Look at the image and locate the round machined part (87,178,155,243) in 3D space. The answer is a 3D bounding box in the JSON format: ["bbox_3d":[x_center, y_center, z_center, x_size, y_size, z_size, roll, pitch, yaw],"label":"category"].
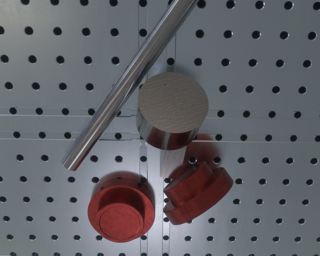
[{"bbox_3d":[-0.056,0.126,0.450,0.099,0.042,0.097,0,110,0],"label":"round machined part"}]

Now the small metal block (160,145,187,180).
[{"bbox_3d":[0.017,0.033,0.412,0.025,0.050,0.050,9,110,-3],"label":"small metal block"}]

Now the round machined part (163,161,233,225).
[{"bbox_3d":[0.043,0.079,0.407,0.098,0.098,0.042,-36,88,12],"label":"round machined part"}]

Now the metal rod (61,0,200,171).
[{"bbox_3d":[-0.037,-0.062,0.390,0.025,0.025,0.299,35,106,-12],"label":"metal rod"}]

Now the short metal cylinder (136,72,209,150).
[{"bbox_3d":[0.013,-0.019,0.370,0.081,0.080,0.050,9,153,-4],"label":"short metal cylinder"}]
